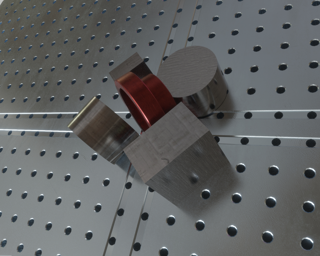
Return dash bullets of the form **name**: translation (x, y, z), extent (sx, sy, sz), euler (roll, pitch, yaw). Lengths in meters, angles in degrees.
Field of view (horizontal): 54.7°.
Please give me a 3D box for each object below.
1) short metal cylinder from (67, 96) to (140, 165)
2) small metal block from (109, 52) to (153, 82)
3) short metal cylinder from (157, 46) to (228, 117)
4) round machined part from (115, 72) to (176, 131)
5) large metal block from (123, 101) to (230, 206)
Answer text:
- **short metal cylinder**: translation (-0.073, 0.003, 0.407), extent (0.080, 0.080, 0.050), euler (35, 82, 38)
- **small metal block**: translation (-0.038, -0.074, 0.456), extent (0.050, 0.050, 0.025), euler (-36, 52, 4)
- **short metal cylinder**: translation (0.043, -0.060, 0.405), extent (0.080, 0.050, 0.080), euler (-13, 56, 20)
- **round machined part**: translation (-0.011, -0.028, 0.384), extent (0.042, 0.098, 0.098), euler (-34, 51, -10)
- **large metal block**: translation (0.021, 0.031, 0.343), extent (0.080, 0.080, 0.050), euler (-40, 51, 1)
